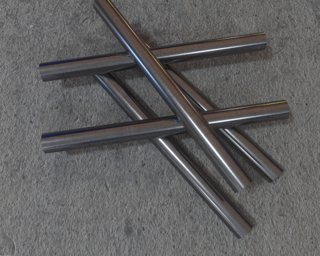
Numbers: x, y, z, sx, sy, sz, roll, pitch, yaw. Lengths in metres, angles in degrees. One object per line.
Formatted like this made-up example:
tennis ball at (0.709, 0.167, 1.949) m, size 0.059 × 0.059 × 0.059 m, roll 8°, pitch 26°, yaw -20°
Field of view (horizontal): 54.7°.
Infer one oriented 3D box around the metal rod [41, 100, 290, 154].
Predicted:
metal rod at (0.010, -0.002, 0.384) m, size 0.302 × 0.025 × 0.025 m, roll -8°, pitch 70°, yaw -4°

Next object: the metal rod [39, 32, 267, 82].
metal rod at (-0.006, -0.097, 0.418) m, size 0.302 × 0.025 × 0.025 m, roll -9°, pitch 71°, yaw -4°

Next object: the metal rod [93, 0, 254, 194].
metal rod at (0.006, -0.052, 0.376) m, size 0.025 × 0.025 × 0.299 m, roll -33°, pitch 74°, yaw -11°

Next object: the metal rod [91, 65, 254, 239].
metal rod at (0.003, 0.016, 0.403) m, size 0.025 × 0.025 × 0.300 m, roll -39°, pitch 75°, yaw -13°

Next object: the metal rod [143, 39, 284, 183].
metal rod at (0.044, -0.043, 0.425) m, size 0.025 × 0.025 × 0.300 m, roll -41°, pitch 75°, yaw -14°
